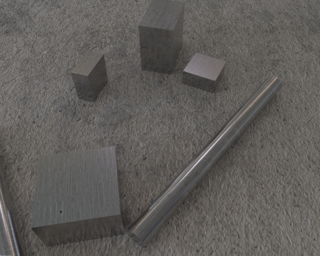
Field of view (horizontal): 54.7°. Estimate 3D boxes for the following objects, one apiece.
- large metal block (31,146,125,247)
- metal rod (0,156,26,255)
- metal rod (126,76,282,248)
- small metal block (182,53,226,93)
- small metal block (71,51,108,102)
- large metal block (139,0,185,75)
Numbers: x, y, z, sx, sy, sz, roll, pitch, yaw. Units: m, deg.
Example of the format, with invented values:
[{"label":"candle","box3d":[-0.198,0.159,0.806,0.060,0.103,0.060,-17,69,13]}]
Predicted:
[{"label":"large metal block","box3d":[-0.083,0.071,0.327,0.081,0.050,0.080,-7,50,-6]},{"label":"metal rod","box3d":[-0.162,0.098,0.319,0.025,0.025,0.300,-23,54,-18]},{"label":"metal rod","box3d":[0.072,0.022,0.384,0.025,0.025,0.301,33,57,24]},{"label":"small metal block","box3d":[0.068,-0.085,0.476,0.050,0.025,0.050,21,53,16]},{"label":"small metal block","box3d":[-0.100,-0.074,0.449,0.025,0.050,0.050,14,52,12]},{"label":"large metal block","box3d":[0.004,-0.144,0.489,0.050,0.080,0.080,11,51,9]}]
